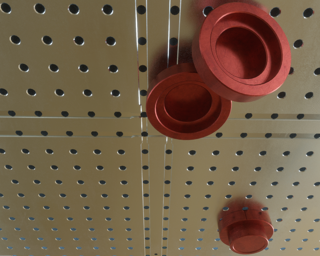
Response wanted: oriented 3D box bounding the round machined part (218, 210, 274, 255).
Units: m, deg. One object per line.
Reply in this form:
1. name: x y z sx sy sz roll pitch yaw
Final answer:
1. round machined part: 0.159 0.196 0.568 0.099 0.042 0.097 0 130 0

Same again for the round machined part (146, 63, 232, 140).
1. round machined part: 0.033 -0.035 0.371 0.099 0.042 0.097 0 130 0

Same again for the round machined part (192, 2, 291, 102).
1. round machined part: 0.078 -0.073 0.315 0.099 0.098 0.042 15 164 -12
